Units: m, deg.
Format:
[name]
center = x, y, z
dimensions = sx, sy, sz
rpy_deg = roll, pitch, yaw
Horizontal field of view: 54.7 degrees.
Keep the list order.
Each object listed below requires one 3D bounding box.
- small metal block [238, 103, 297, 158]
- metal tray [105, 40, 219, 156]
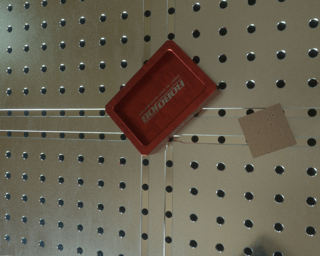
[small metal block]
center = 0.127, 0.003, 0.368
dimensions = 0.050, 0.025, 0.050
rpy_deg = -22, 83, 18
[metal tray]
center = 0.001, -0.038, 0.409
dimensions = 0.130, 0.030, 0.090
rpy_deg = -44, 77, 14
